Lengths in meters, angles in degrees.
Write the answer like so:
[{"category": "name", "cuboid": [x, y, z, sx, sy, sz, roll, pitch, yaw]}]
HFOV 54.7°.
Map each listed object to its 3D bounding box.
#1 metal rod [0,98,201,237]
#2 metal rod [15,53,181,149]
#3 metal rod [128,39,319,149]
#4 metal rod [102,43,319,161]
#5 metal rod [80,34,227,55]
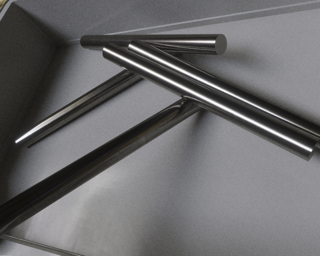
[{"category": "metal rod", "cuboid": [-0.057, 0.030, 0.337, 0.302, 0.025, 0.025, -32, 46, -26]}, {"category": "metal rod", "cuboid": [-0.102, -0.050, 0.489, 0.300, 0.025, 0.025, -30, 52, 9]}, {"category": "metal rod", "cuboid": [0.073, -0.047, 0.372, 0.300, 0.025, 0.025, 32, 80, 30]}, {"category": "metal rod", "cuboid": [0.036, -0.045, 0.371, 0.300, 0.025, 0.025, 31, 79, 31]}, {"category": "metal rod", "cuboid": [-0.032, -0.131, 0.476, 0.300, 0.025, 0.025, 16, 70, 43]}]
